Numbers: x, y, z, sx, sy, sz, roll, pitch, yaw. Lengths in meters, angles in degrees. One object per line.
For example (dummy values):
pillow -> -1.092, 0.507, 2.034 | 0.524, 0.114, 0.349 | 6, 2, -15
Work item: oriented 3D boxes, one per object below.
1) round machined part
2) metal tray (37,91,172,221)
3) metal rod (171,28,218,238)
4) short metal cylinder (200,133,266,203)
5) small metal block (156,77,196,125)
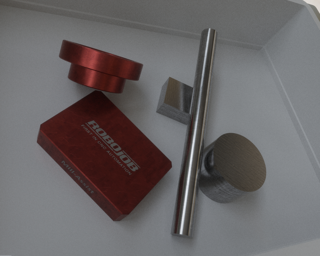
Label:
round machined part -> -0.073, -0.072, 0.378 | 0.099, 0.042, 0.098 | 17, 11, -3
metal tray -> -0.061, 0.028, 0.354 | 0.130, 0.030, 0.090 | 45, 51, 3
metal rod -> 0.050, -0.012, 0.411 | 0.025, 0.025, 0.299 | 20, 63, -17
short metal cylinder -> 0.091, 0.053, 0.408 | 0.081, 0.050, 0.080 | 14, 56, -21
small metal block -> 0.026, -0.039, 0.445 | 0.050, 0.025, 0.050 | 23, 53, -15
